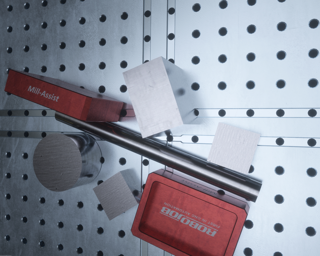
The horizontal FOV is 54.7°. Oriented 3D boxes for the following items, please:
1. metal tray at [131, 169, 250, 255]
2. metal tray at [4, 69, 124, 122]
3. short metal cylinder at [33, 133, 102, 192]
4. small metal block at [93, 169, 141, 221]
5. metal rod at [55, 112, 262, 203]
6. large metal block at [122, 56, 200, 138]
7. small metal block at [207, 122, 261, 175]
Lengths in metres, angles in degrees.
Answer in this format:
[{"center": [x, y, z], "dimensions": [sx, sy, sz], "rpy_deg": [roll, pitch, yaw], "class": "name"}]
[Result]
[{"center": [0.036, 0.117, 0.396], "dimensions": [0.130, 0.030, 0.089], "rpy_deg": [19, 97, 18], "class": "metal tray"}, {"center": [-0.128, -0.043, 0.422], "dimensions": [0.130, 0.090, 0.030], "rpy_deg": [20, 97, 19], "class": "metal tray"}, {"center": [-0.132, 0.047, 0.445], "dimensions": [0.080, 0.050, 0.080], "rpy_deg": [0, 90, 20], "class": "short metal cylinder"}, {"center": [-0.057, 0.093, 0.433], "dimensions": [0.050, 0.025, 0.050], "rpy_deg": [-34, 79, 16], "class": "small metal block"}, {"center": [-0.015, 0.028, 0.418], "dimensions": [0.301, 0.025, 0.025], "rpy_deg": [21, 97, 18], "class": "metal rod"}, {"center": [0.005, -0.034, 0.383], "dimensions": [0.050, 0.080, 0.080], "rpy_deg": [-20, 84, 19], "class": "large metal block"}, {"center": [0.091, 0.024, 0.380], "dimensions": [0.050, 0.025, 0.050], "rpy_deg": [18, 96, 19], "class": "small metal block"}]
